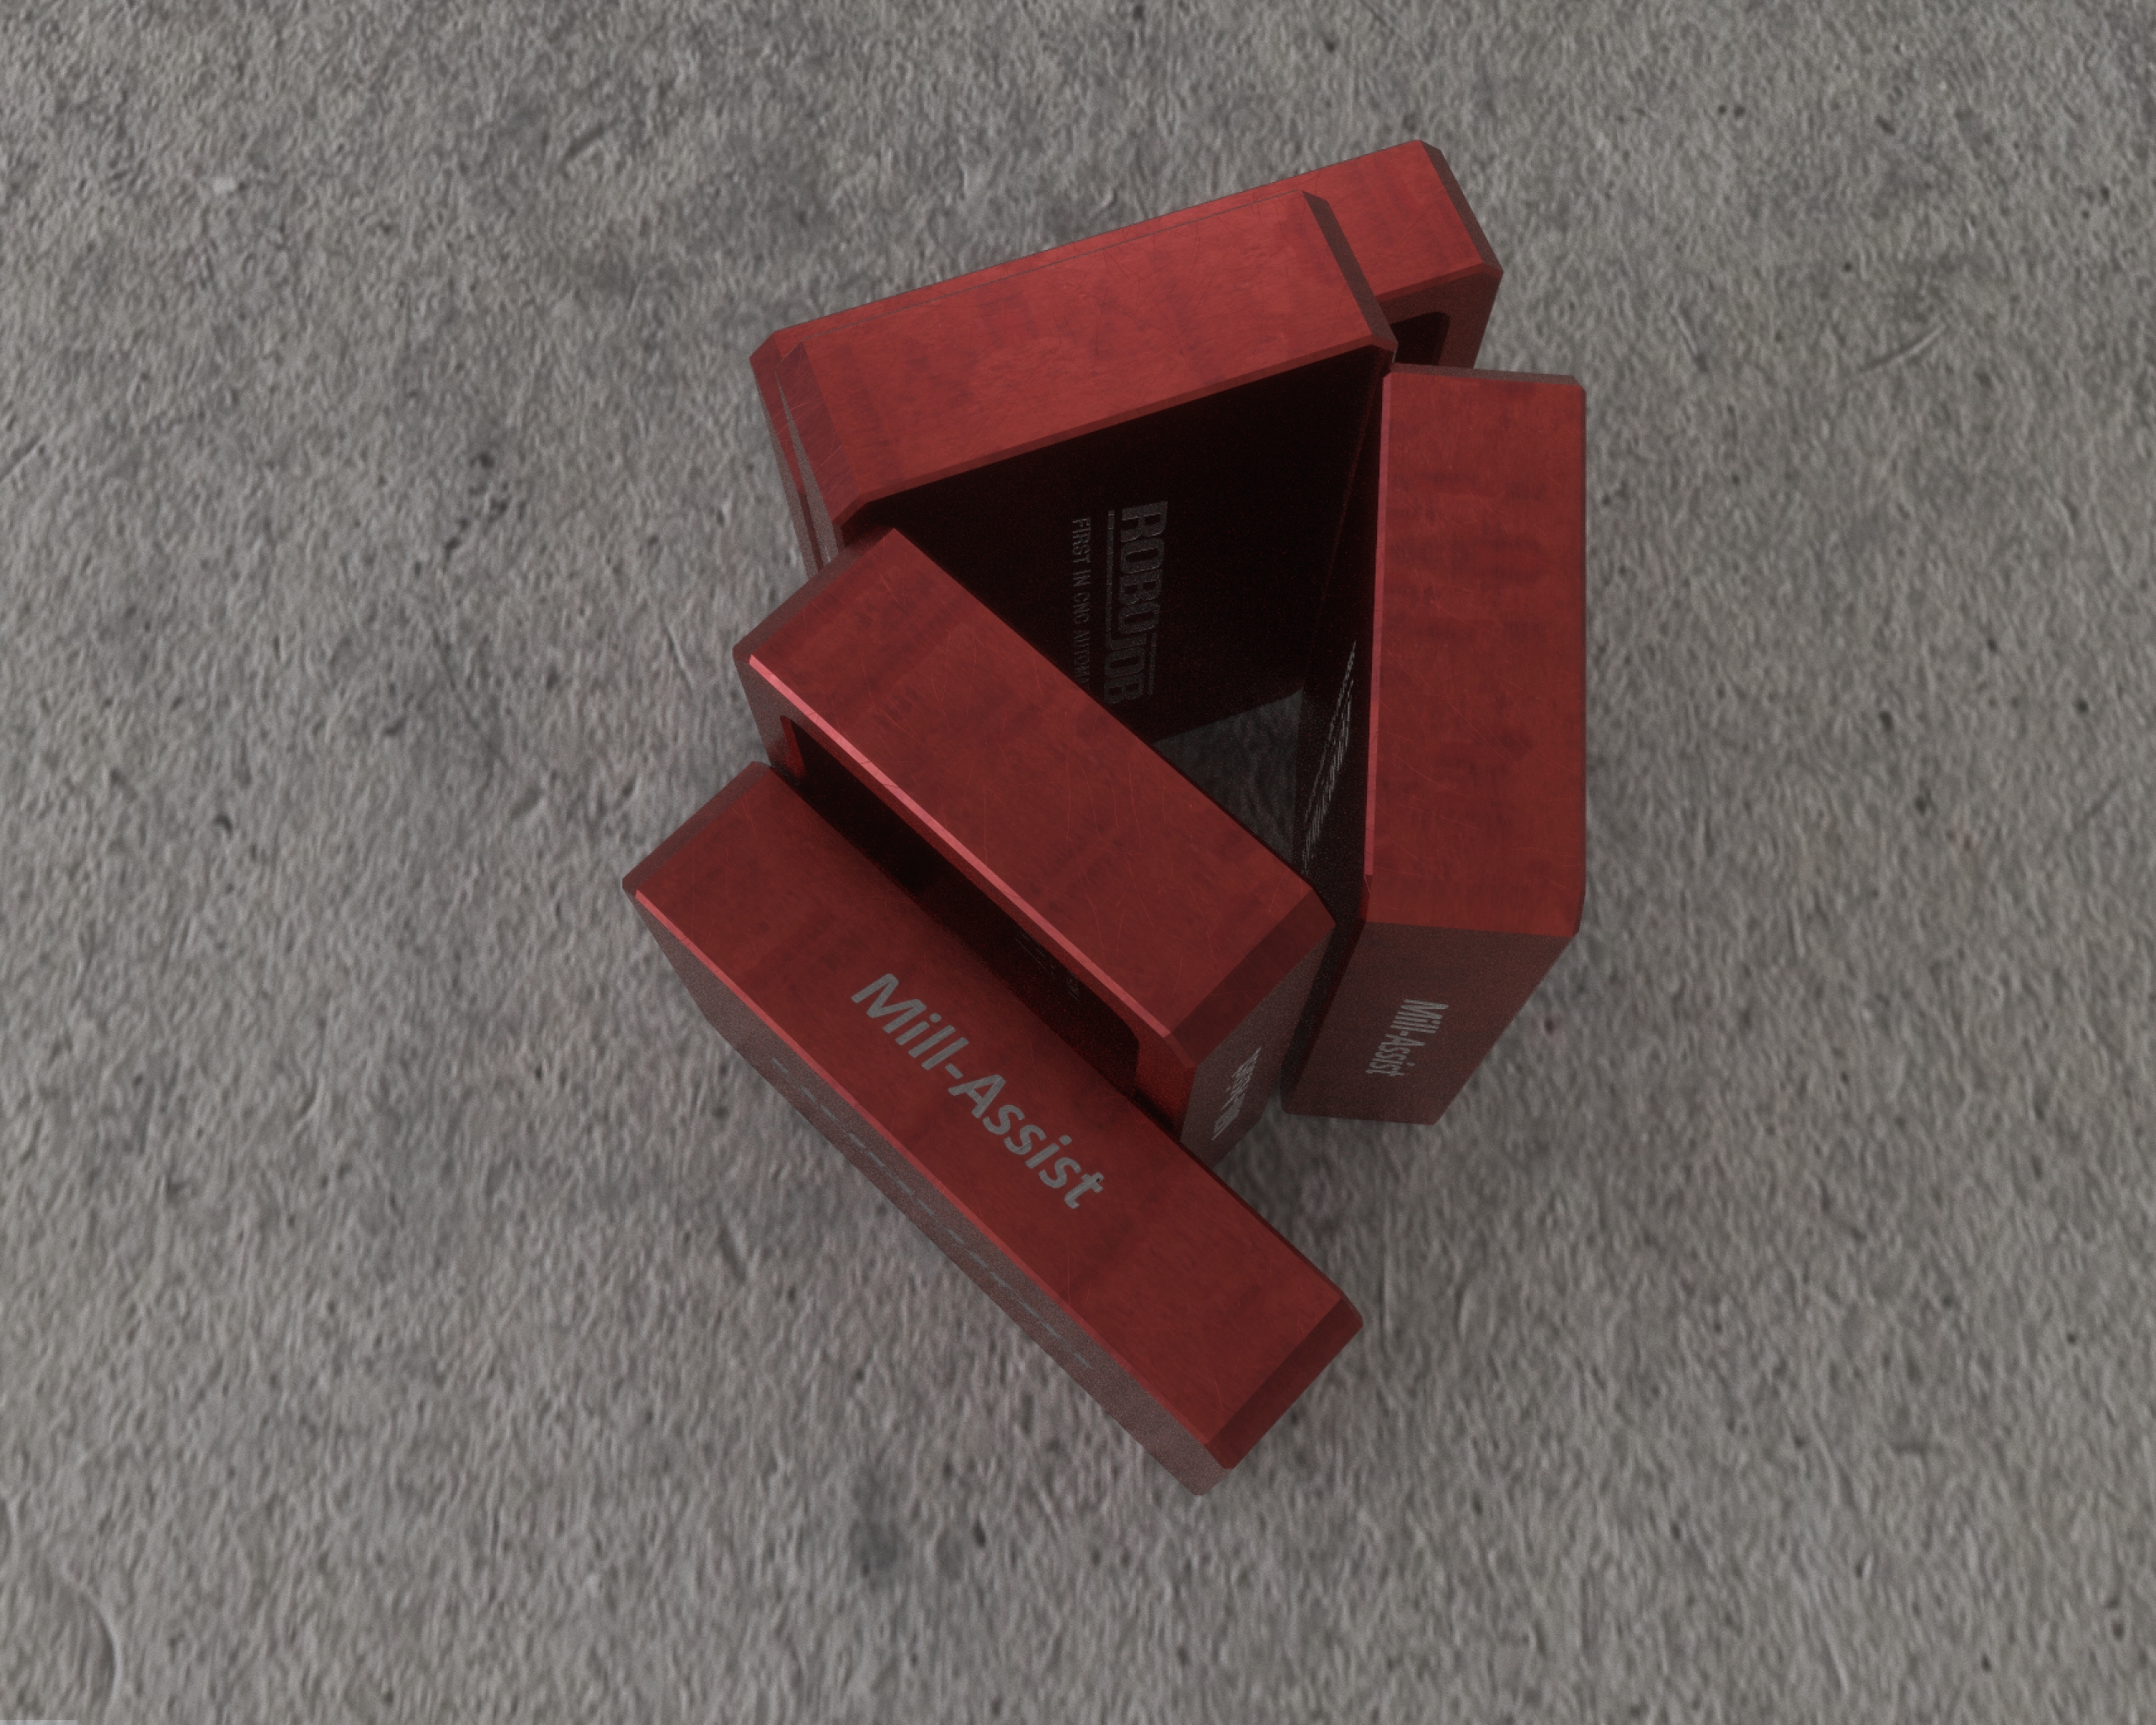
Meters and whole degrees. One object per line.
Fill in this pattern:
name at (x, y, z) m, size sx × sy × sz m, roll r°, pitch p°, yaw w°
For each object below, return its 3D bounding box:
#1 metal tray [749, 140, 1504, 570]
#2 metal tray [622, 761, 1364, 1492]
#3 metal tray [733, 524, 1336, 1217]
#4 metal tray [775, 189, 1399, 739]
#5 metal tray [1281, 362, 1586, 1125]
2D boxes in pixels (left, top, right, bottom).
metal tray at (0.009, -0.083, 0.403) m, size 0.131 × 0.090 × 0.030 m, roll -19°, pitch 71°, yaw -7°
metal tray at (-0.015, 0.049, 0.355) m, size 0.130 × 0.090 × 0.030 m, roll 42°, pitch 76°, yaw 13°
metal tray at (-0.007, 0.009, 0.349) m, size 0.090 × 0.130 × 0.030 m, roll 42°, pitch 75°, yaw 13°
metal tray at (0.002, -0.057, 0.373) m, size 0.091 × 0.130 × 0.030 m, roll -19°, pitch 71°, yaw -7°
metal tray at (0.057, -0.013, 0.357) m, size 0.030 × 0.130 × 0.090 m, roll 4°, pitch 70°, yaw 2°
